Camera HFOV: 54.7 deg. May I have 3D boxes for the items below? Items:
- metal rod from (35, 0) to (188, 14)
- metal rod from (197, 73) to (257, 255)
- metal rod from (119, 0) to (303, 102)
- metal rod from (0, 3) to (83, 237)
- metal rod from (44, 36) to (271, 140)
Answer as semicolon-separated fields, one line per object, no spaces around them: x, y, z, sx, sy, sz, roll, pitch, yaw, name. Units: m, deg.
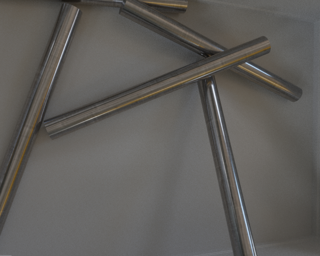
-0.109;-0.162;0.370;0.303;0.025;0.025;-3;91;-20;metal rod
0.080;0.047;0.378;0.025;0.025;0.299;1;66;-20;metal rod
0.086;-0.101;0.433;0.302;0.025;0.025;20;83;-23;metal rod
-0.151;-0.001;0.354;0.025;0.025;0.299;20;83;-19;metal rod
0.006;-0.055;0.391;0.302;0.025;0.025;-23;98;-11;metal rod
